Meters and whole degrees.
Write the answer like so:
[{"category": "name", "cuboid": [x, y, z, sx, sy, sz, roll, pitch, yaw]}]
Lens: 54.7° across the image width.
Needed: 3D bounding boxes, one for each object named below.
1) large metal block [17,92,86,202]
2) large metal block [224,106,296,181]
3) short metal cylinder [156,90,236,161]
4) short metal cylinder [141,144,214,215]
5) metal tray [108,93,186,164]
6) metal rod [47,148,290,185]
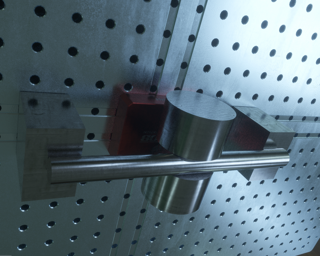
[{"category": "large metal block", "cuboid": [-0.117, 0.016, 0.320, 0.050, 0.080, 0.079, 1, 118, -29]}, {"category": "large metal block", "cuboid": [0.140, 0.022, 0.464, 0.050, 0.080, 0.079, 1, 118, -29]}, {"category": "short metal cylinder", "cuboid": [0.040, -0.005, 0.356, 0.081, 0.080, 0.050, 1, 118, -29]}, {"category": "short metal cylinder", "cuboid": [0.021, 0.061, 0.386, 0.081, 0.080, 0.050, 1, 118, -29]}, {"category": "metal tray", "cuboid": [0.005, 0.004, 0.413, 0.131, 0.030, 0.089, 1, 118, -29]}, {"category": "metal rod", "cuboid": [0.034, 0.039, 0.349, 0.303, 0.025, 0.025, 0, 118, -29]}]
